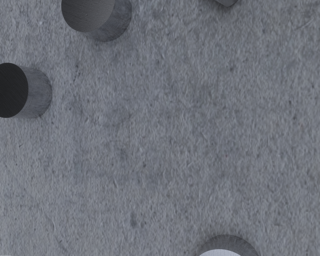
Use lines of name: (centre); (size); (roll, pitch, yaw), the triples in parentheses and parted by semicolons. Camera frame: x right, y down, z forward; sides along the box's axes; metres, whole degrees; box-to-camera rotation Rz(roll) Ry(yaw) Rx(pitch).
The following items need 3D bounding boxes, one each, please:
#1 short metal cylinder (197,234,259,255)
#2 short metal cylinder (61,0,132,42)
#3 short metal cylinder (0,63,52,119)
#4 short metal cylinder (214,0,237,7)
short metal cylinder: (0.079, 0.175, 0.367); (0.080, 0.050, 0.079); (0, 90, 19)
short metal cylinder: (-0.086, -0.164, 0.425); (0.080, 0.050, 0.079); (0, 90, 19)
short metal cylinder: (-0.213, -0.054, 0.469); (0.080, 0.050, 0.079); (0, 90, 19)
short metal cylinder: (0.075, -0.188, 0.353); (0.050, 0.080, 0.080); (37, 102, 16)
